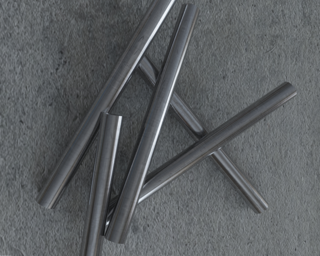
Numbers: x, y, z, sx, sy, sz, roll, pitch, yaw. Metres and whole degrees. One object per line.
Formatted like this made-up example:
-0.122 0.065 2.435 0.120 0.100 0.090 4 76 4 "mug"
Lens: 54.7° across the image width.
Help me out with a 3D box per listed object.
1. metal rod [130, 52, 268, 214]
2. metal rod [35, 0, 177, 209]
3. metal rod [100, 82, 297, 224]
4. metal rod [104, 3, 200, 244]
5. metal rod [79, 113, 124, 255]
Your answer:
0.056 0.008 0.429 0.025 0.025 0.300 -44 104 -15 "metal rod"
-0.059 -0.042 0.368 0.025 0.025 0.299 31 87 -18 "metal rod"
0.053 0.029 0.404 0.301 0.025 0.025 -33 101 -8 "metal rod"
-0.006 -0.012 0.377 0.025 0.025 0.299 21 82 -19 "metal rod"
-0.078 0.131 0.360 0.025 0.025 0.298 8 94 -20 "metal rod"
